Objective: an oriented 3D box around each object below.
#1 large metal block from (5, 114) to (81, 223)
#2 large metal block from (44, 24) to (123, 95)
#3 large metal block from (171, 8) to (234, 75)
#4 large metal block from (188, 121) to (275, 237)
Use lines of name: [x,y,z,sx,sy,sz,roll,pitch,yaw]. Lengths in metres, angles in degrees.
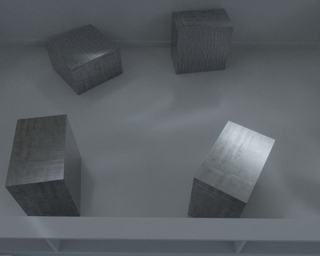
large metal block: [-0.118,0.044,0.331,0.050,0.080,0.080,-7,51,-6]
large metal block: [-0.116,-0.107,0.478,0.081,0.050,0.080,-32,57,-24]
large metal block: [0.062,-0.134,0.483,0.081,0.080,0.050,-6,51,-6]
large metal block: [0.073,0.054,0.325,0.050,0.080,0.080,25,54,19]
